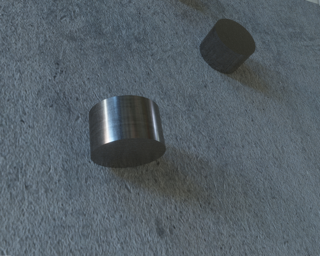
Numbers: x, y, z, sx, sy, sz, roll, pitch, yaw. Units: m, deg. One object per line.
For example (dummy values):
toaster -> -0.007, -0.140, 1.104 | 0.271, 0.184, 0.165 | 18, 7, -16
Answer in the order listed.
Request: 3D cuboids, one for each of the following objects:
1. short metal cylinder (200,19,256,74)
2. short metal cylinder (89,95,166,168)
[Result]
short metal cylinder -> 0.116, -0.141, 0.536 | 0.081, 0.050, 0.080 | 14, 56, -21
short metal cylinder -> -0.037, 0.007, 0.344 | 0.081, 0.080, 0.050 | 5, 60, -26
